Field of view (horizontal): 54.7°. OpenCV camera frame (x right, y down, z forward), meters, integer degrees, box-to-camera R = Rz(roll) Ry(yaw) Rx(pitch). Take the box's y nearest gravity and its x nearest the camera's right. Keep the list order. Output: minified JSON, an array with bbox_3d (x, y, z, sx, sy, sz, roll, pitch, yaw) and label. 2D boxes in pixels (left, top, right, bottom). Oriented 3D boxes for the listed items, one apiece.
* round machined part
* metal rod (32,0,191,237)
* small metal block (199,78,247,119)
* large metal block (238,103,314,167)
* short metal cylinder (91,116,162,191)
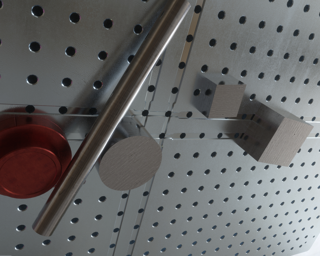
[{"bbox_3d":[-0.148,0.039,0.344,0.099,0.042,0.097,-14,125,-21],"label":"round machined part"},{"bbox_3d":[-0.055,-0.012,0.345,0.025,0.025,0.299,30,93,-38],"label":"metal rod"},{"bbox_3d":[0.087,-0.042,0.435,0.050,0.025,0.050,-4,121,-27],"label":"small metal block"},{"bbox_3d":[0.190,0.013,0.510,0.081,0.050,0.079,12,112,-34],"label":"large metal block"},{"bbox_3d":[-0.045,0.032,0.392,0.081,0.050,0.079,-14,125,-21],"label":"short metal cylinder"}]
